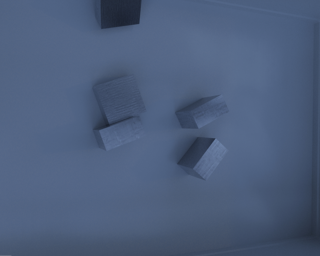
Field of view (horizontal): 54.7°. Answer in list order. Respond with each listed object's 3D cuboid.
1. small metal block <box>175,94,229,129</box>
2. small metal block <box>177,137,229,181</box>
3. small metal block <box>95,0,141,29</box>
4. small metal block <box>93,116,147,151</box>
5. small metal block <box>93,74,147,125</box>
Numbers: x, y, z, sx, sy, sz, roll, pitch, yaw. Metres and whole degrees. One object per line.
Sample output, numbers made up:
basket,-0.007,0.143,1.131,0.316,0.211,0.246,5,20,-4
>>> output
small metal block,0.056,-0.021,0.419,0.050,0.050,0.025,-28,100,-18
small metal block,0.057,0.040,0.420,0.025,0.050,0.050,43,76,-16
small metal block,-0.051,-0.152,0.376,0.050,0.050,0.025,-15,57,-20
small metal block,-0.051,0.006,0.379,0.050,0.050,0.025,-21,98,-19
small metal block,-0.051,-0.036,0.392,0.050,0.025,0.050,-21,97,-19
